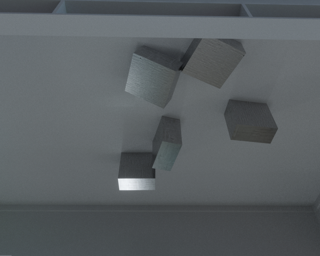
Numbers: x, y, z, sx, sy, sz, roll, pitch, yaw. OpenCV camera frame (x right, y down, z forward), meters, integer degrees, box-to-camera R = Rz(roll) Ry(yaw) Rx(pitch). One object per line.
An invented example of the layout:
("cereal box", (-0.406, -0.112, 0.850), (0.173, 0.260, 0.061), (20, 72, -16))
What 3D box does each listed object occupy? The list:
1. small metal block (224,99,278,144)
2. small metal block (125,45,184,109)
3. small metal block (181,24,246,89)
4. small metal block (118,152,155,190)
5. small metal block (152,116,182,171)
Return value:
("small metal block", (0.112, -0.009, 0.387), (0.050, 0.050, 0.025), (6, 130, -6))
("small metal block", (-0.007, -0.057, 0.349), (0.050, 0.025, 0.050), (25, 129, 8))
("small metal block", (0.057, -0.078, 0.343), (0.050, 0.025, 0.050), (20, 127, -17))
("small metal block", (-0.032, 0.062, 0.445), (0.050, 0.050, 0.025), (0, 130, -1))
("small metal block", (0.008, 0.020, 0.410), (0.025, 0.050, 0.050), (12, 129, -10))
